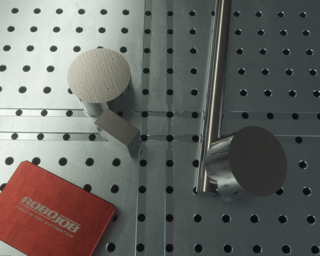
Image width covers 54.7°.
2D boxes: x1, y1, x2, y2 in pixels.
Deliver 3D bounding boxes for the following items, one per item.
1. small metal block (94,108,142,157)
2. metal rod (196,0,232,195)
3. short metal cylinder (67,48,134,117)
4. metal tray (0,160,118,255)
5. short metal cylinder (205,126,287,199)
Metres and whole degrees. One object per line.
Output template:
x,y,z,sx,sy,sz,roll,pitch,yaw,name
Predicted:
-0.052,0.007,0.396,0.050,0.050,0.025,34,74,11,small metal block
0.079,-0.058,0.433,0.025,0.025,0.299,8,70,3,metal rod
-0.078,-0.060,0.420,0.081,0.050,0.080,0,70,0,short metal cylinder
-0.129,0.107,0.369,0.130,0.030,0.090,25,72,8,metal tray
0.102,0.042,0.370,0.081,0.050,0.080,7,72,-21,short metal cylinder
